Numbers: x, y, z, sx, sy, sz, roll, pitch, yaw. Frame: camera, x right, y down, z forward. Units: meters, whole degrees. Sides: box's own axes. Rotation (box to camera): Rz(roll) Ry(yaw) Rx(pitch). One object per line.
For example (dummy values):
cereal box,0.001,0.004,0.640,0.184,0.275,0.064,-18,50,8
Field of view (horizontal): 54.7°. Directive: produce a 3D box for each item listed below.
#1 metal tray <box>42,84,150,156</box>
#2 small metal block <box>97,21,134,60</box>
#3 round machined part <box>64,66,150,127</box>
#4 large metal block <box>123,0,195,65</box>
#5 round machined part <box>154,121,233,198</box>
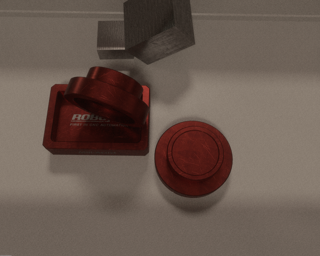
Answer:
metal tray,-0.079,-0.011,0.409,0.131,0.030,0.090,1,70,0
small metal block,-0.065,-0.130,0.456,0.050,0.025,0.050,-1,70,-1
round machined part,-0.059,-0.039,0.368,0.098,0.098,0.042,18,79,6
large metal block,-0.003,-0.146,0.430,0.080,0.050,0.080,-17,67,31
round machined part,0.042,0.036,0.388,0.099,0.042,0.098,0,70,-1
